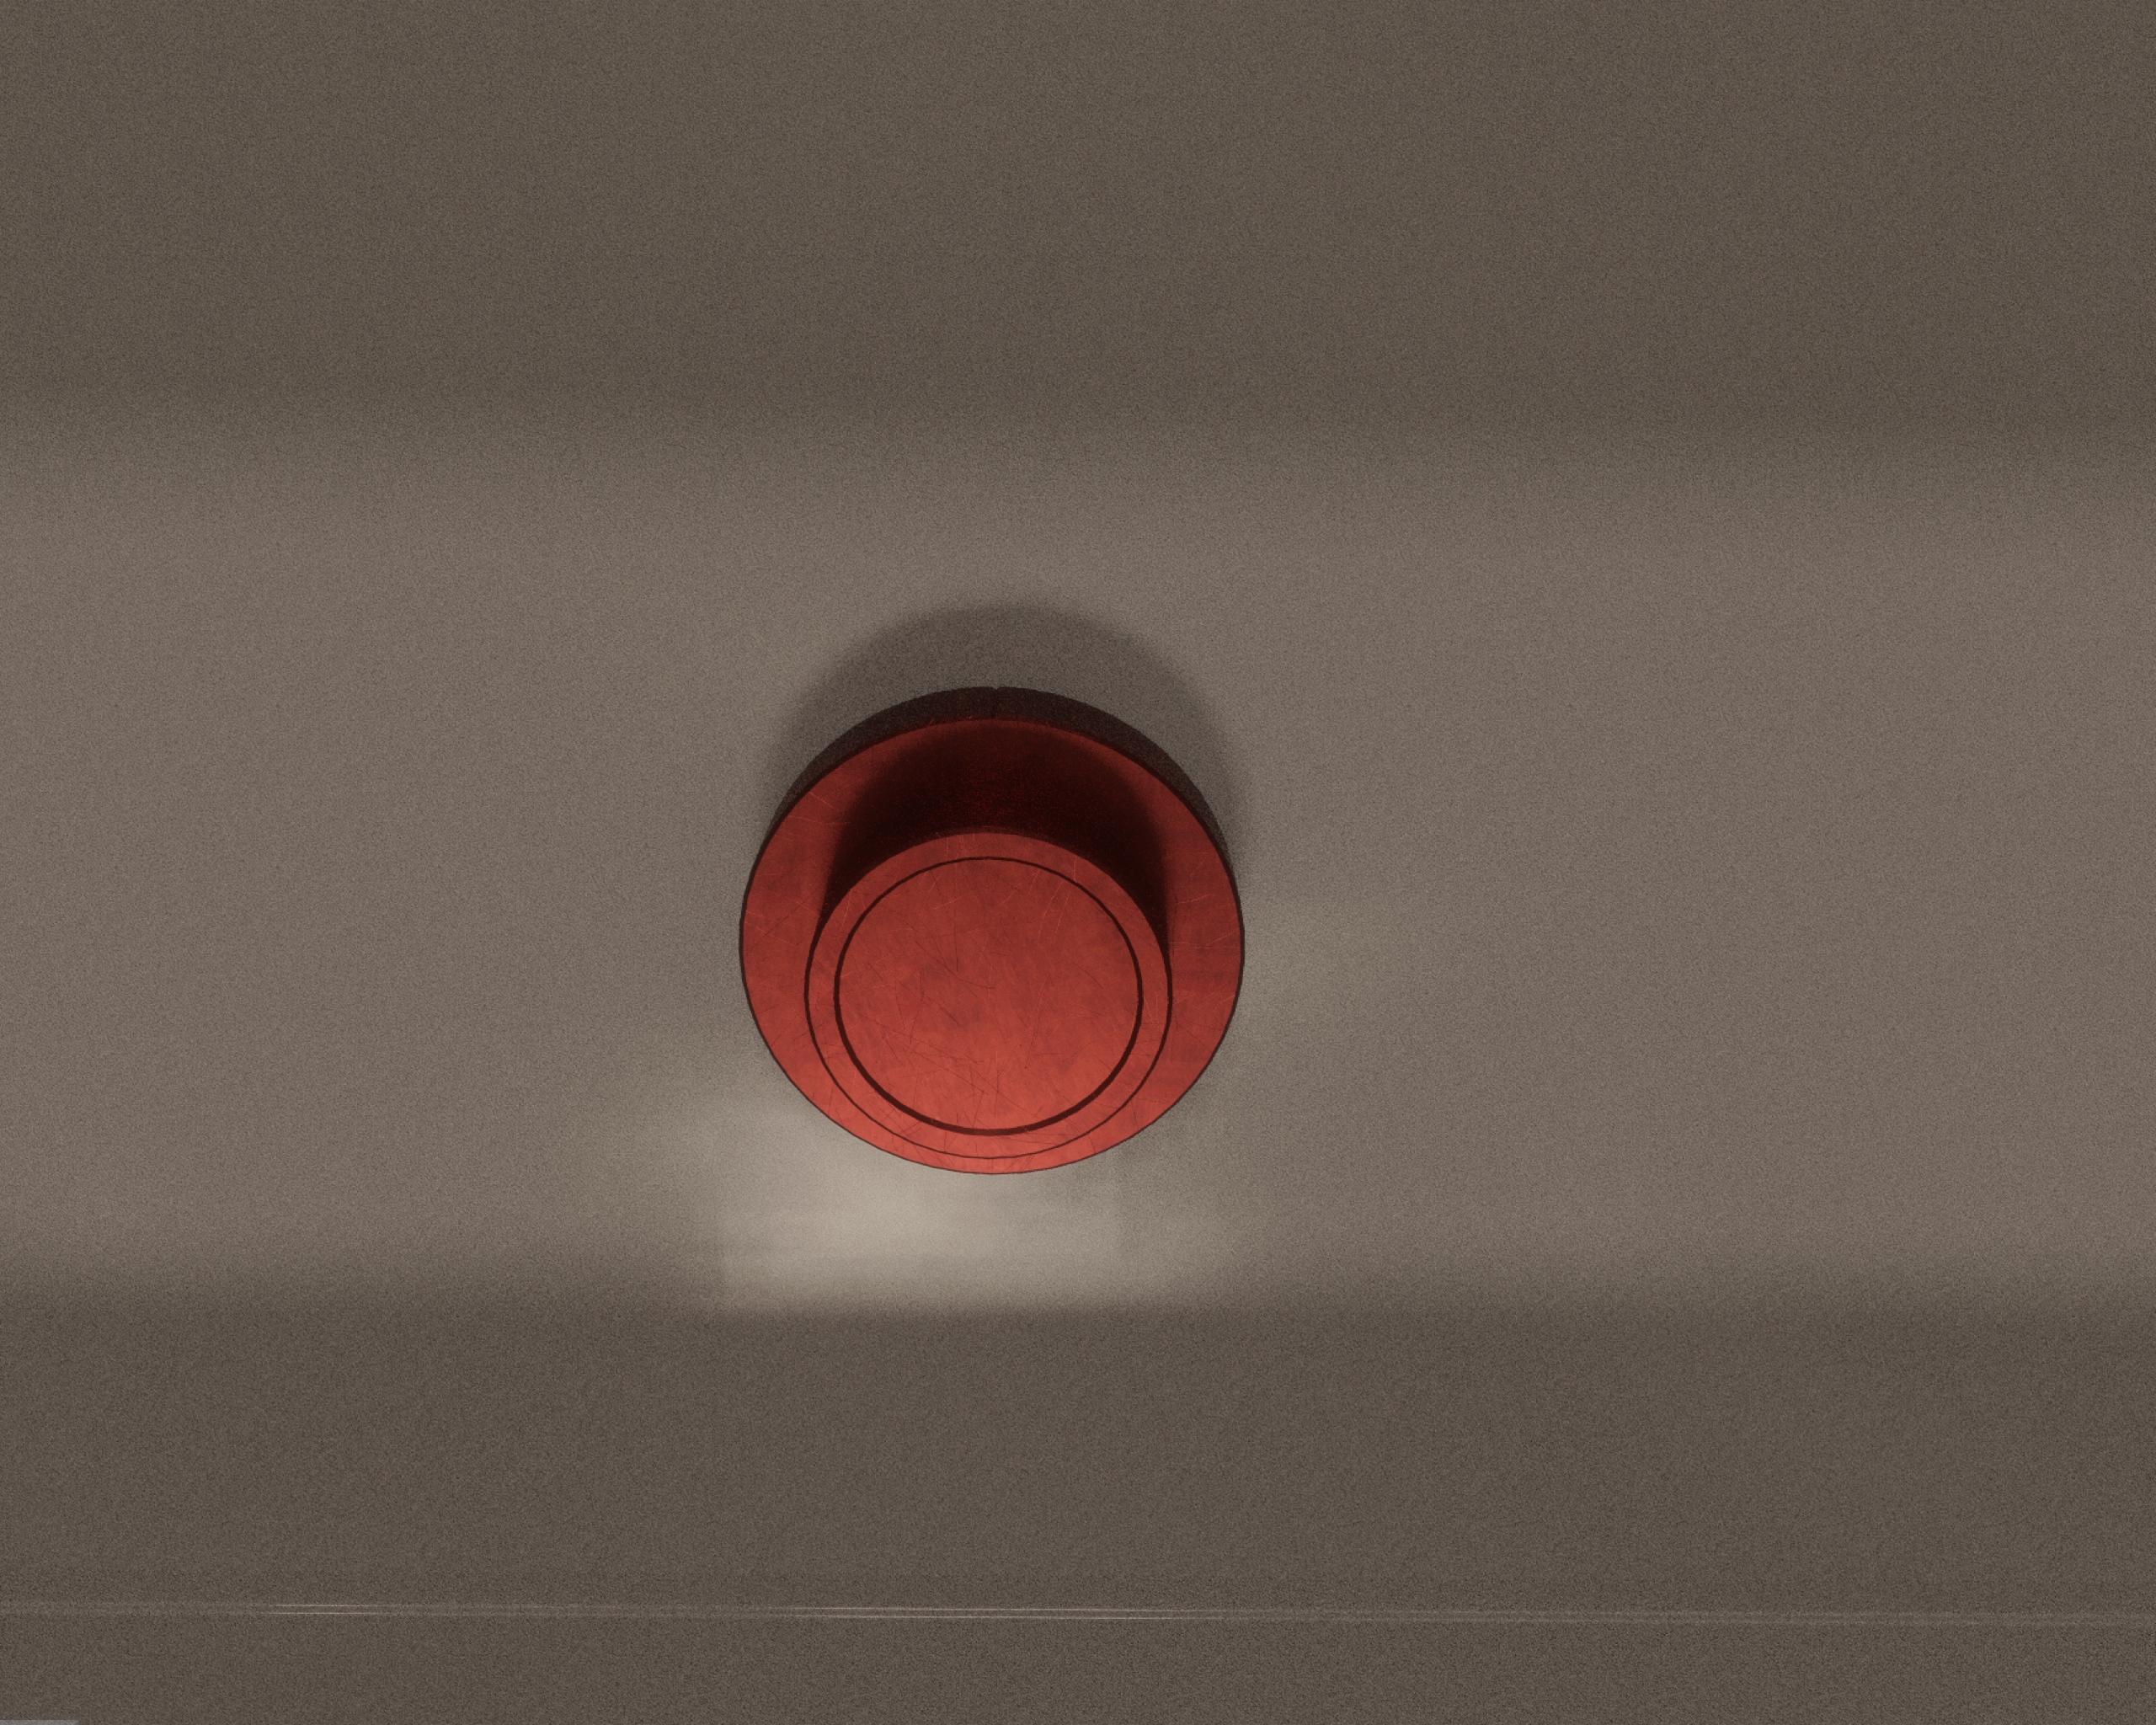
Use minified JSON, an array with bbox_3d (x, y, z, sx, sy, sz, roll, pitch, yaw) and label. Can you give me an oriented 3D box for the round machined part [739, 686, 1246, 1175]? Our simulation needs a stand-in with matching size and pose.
[{"bbox_3d":[-0.017,0.018,0.405,0.099,0.042,0.097,0,110,-1],"label":"round machined part"}]
